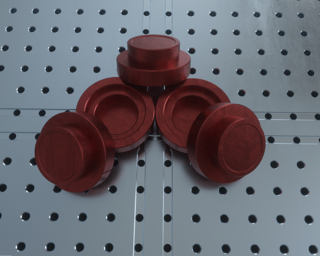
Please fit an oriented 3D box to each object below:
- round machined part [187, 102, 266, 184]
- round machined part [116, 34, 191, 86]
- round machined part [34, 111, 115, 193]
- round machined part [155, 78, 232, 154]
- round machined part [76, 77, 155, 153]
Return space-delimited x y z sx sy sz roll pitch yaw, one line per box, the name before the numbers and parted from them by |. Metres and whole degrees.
round machined part | 0.085 0.020 0.368 0.099 0.042 0.097 -5 101 -25
round machined part | -0.008 -0.094 0.410 0.099 0.042 0.098 0 32 0
round machined part | -0.107 0.030 0.366 0.098 0.042 0.097 3 97 22
round machined part | 0.043 -0.013 0.408 0.099 0.042 0.098 0 70 -1
round machined part | -0.056 -0.014 0.406 0.099 0.042 0.098 0 70 -1
